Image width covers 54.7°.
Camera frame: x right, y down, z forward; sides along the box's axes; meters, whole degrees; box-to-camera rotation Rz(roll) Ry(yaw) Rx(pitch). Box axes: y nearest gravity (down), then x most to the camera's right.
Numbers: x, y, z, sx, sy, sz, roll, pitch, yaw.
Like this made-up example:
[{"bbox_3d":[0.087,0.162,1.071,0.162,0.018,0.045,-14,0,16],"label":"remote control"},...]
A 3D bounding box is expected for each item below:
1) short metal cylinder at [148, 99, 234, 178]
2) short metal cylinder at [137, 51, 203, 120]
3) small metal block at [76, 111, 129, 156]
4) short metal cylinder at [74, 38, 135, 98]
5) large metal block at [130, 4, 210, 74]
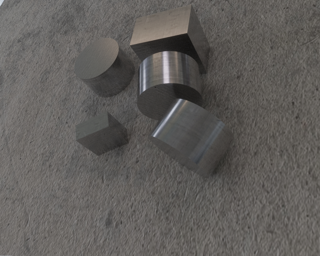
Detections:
[{"bbox_3d":[0.034,0.012,0.344,0.080,0.080,0.050,28,77,37],"label":"short metal cylinder"},{"bbox_3d":[0.012,-0.051,0.394,0.080,0.080,0.050,-14,56,20],"label":"short metal cylinder"},{"bbox_3d":[-0.079,0.009,0.424,0.050,0.050,0.025,-23,54,14],"label":"small metal block"},{"bbox_3d":[-0.087,-0.096,0.492,0.080,0.050,0.080,-13,56,21],"label":"short metal cylinder"},{"bbox_3d":[0.017,-0.114,0.430,0.080,0.080,0.050,-5,60,26],"label":"large metal block"}]
